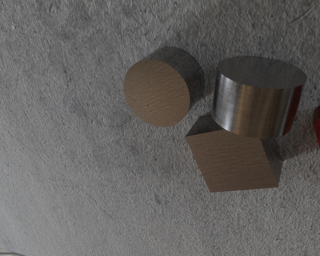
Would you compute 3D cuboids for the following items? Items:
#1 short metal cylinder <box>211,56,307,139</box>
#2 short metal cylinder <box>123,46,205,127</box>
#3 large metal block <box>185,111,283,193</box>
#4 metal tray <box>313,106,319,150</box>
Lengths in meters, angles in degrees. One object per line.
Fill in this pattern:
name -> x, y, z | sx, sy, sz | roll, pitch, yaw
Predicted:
short metal cylinder -> 0.094, -0.033, 0.302 | 0.080, 0.080, 0.050 | 15, 125, 20
short metal cylinder -> 0.005, -0.048, 0.358 | 0.080, 0.050, 0.079 | 13, 124, 21
large metal block -> 0.088, 0.025, 0.360 | 0.080, 0.050, 0.080 | -13, 112, 33
metal tray -> 0.225, 0.013, 0.293 | 0.130, 0.030, 0.090 | -11, 113, 33
